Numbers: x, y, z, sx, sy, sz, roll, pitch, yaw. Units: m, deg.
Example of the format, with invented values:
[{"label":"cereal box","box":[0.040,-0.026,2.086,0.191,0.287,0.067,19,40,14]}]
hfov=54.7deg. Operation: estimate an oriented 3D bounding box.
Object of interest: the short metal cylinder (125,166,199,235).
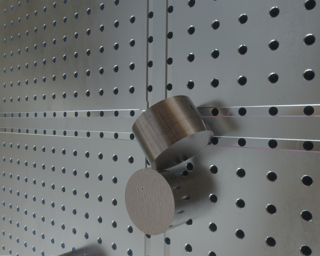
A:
[{"label":"short metal cylinder","box":[0.002,0.088,0.392,0.080,0.050,0.079,0,90,40]}]

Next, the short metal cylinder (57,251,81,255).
[{"label":"short metal cylinder","box":[-0.167,0.260,0.531,0.080,0.050,0.079,0,90,40]}]

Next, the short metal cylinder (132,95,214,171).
[{"label":"short metal cylinder","box":[0.015,0.007,0.362,0.080,0.081,0.050,-45,63,31]}]
